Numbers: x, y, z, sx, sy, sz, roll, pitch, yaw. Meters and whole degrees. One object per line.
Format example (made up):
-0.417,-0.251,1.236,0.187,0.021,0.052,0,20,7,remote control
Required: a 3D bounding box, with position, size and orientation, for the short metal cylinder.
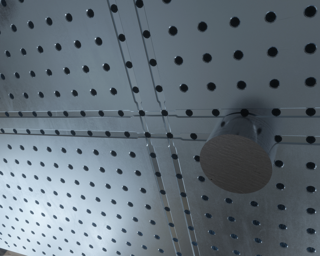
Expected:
0.093,0.030,0.364,0.080,0.050,0.079,13,124,20,short metal cylinder
